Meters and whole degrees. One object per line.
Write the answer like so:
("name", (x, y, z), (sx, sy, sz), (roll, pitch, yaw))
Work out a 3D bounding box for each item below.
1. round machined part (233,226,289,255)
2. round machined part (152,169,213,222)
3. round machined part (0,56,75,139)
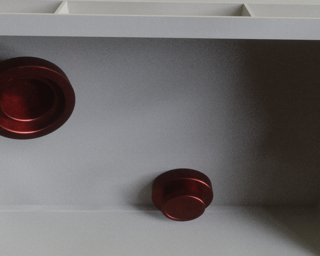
("round machined part", (0.190, 0.225, 0.594), (0.099, 0.042, 0.097), (0, 130, 0))
("round machined part", (0.036, 0.113, 0.494), (0.099, 0.042, 0.097), (0, 130, 0))
("round machined part", (-0.150, -0.037, 0.348), (0.099, 0.042, 0.097), (-20, 138, -19))
